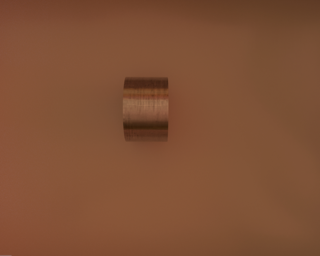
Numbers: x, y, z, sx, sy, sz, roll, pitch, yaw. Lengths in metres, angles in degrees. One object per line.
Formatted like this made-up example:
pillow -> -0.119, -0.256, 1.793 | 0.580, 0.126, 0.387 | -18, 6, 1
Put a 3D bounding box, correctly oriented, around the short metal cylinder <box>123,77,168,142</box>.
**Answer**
short metal cylinder -> -0.016, -0.023, 0.381 | 0.050, 0.080, 0.079 | 0, 90, 0
